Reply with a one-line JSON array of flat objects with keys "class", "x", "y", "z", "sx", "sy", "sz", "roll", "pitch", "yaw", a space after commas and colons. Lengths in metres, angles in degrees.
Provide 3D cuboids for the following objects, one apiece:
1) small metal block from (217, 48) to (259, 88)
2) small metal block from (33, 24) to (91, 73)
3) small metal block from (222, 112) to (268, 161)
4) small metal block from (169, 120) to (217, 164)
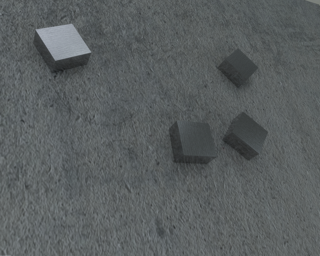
[{"class": "small metal block", "x": 0.137, "y": -0.105, "z": 0.541, "sx": 0.050, "sy": 0.025, "sz": 0.050, "roll": 45, "pitch": 51, "yaw": 3}, {"class": "small metal block", "x": -0.126, "y": -0.103, "z": 0.399, "sx": 0.050, "sy": 0.025, "sz": 0.050, "roll": -26, "pitch": 76, "yaw": -37}, {"class": "small metal block", "x": 0.129, "y": 0.012, "z": 0.466, "sx": 0.050, "sy": 0.025, "sz": 0.050, "roll": 39, "pitch": 51, "yaw": -2}, {"class": "small metal block", "x": 0.043, "y": 0.020, "z": 0.415, "sx": 0.050, "sy": 0.025, "sz": 0.050, "roll": 5, "pitch": 59, "yaw": -26}]
